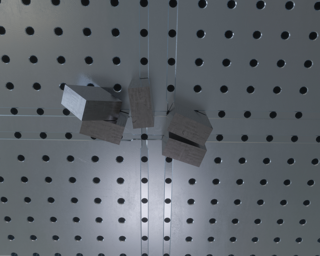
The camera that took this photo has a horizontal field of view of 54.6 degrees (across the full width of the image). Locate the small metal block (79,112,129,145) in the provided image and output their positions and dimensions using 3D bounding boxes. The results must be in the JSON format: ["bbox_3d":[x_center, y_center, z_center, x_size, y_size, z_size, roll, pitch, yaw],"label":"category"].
[{"bbox_3d":[-0.070,-0.006,0.397,0.050,0.050,0.025,17,110,-6],"label":"small metal block"}]

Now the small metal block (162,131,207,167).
[{"bbox_3d":[0.030,0.022,0.408,0.050,0.050,0.025,19,109,-7],"label":"small metal block"}]

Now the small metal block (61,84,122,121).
[{"bbox_3d":[-0.083,-0.031,0.377,0.050,0.050,0.025,-3,118,-46],"label":"small metal block"}]

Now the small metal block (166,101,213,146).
[{"bbox_3d":[0.036,-0.007,0.398,0.050,0.050,0.025,23,109,-8],"label":"small metal block"}]

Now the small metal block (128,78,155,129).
[{"bbox_3d":[-0.022,-0.032,0.388,0.025,0.050,0.050,-5,110,2],"label":"small metal block"}]
